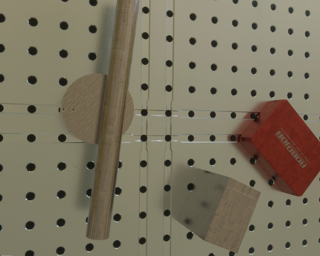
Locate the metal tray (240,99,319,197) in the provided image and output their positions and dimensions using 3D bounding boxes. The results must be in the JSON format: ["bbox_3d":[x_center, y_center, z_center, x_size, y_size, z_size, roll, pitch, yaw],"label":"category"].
[{"bbox_3d":[0.196,0.031,0.482,0.130,0.030,0.090,47,76,-14],"label":"metal tray"}]

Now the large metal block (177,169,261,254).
[{"bbox_3d":[0.075,0.105,0.411,0.050,0.080,0.080,27,81,-18],"label":"large metal block"}]

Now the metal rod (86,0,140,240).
[{"bbox_3d":[-0.049,-0.031,0.341,0.025,0.025,0.298,8,87,-20],"label":"metal rod"}]

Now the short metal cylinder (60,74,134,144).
[{"bbox_3d":[-0.077,-0.022,0.371,0.081,0.050,0.080,0,90,-20],"label":"short metal cylinder"}]
